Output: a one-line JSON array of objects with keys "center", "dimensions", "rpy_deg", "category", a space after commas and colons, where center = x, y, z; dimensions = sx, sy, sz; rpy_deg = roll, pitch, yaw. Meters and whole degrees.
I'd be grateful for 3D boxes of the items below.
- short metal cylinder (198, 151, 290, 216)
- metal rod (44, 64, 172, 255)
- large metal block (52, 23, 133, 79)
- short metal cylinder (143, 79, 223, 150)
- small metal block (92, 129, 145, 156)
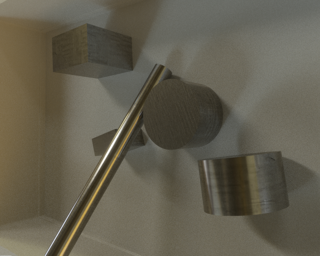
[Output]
[{"center": [0.080, 0.052, 0.304], "dimensions": [0.080, 0.081, 0.050], "rpy_deg": [-11, 83, 39], "category": "short metal cylinder"}, {"center": [-0.067, 0.053, 0.382], "dimensions": [0.025, 0.025, 0.299], "rpy_deg": [23, 80, 37], "category": "metal rod"}, {"center": [-0.097, -0.107, 0.449], "dimensions": [0.080, 0.081, 0.050], "rpy_deg": [-4, 88, 39], "category": "large metal block"}, {"center": [0.027, -0.015, 0.367], "dimensions": [0.080, 0.050, 0.079], "rpy_deg": [0, 90, 39], "category": "short metal cylinder"}, {"center": [-0.058, 0.020, 0.437], "dimensions": [0.050, 0.050, 0.025], "rpy_deg": [-21, 77, 38], "category": "small metal block"}]
